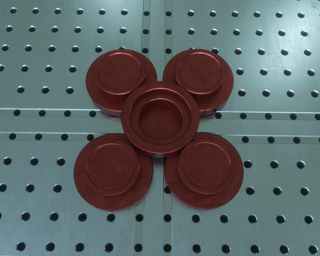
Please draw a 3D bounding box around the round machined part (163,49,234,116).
[{"bbox_3d":[0.053,-0.069,0.428,0.099,0.042,0.098,0,70,-1],"label":"round machined part"}]

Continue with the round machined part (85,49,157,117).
[{"bbox_3d":[-0.053,-0.068,0.426,0.099,0.042,0.098,0,70,-1],"label":"round machined part"}]

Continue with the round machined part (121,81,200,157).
[{"bbox_3d":[0.001,-0.009,0.404,0.099,0.042,0.098,0,70,-1],"label":"round machined part"}]

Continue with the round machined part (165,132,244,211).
[{"bbox_3d":[0.055,0.051,0.384,0.099,0.042,0.098,0,70,-1],"label":"round machined part"}]

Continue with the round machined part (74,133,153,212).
[{"bbox_3d":[-0.058,0.052,0.383,0.099,0.042,0.098,0,70,-1],"label":"round machined part"}]
